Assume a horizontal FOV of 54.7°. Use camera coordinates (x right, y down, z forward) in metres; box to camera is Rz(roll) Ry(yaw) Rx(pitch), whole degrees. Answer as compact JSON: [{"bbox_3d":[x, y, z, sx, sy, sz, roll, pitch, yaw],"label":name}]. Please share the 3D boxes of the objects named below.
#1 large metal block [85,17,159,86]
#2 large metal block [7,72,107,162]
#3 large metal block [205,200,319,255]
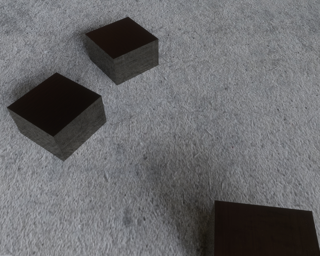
[{"bbox_3d":[-0.059,-0.124,0.490,0.081,0.050,0.080,-31,57,-24],"label":"large metal block"},{"bbox_3d":[-0.129,-0.017,0.400,0.080,0.050,0.080,28,55,21],"label":"large metal block"},{"bbox_3d":[0.084,0.110,0.276,0.080,0.080,0.050,5,50,4],"label":"large metal block"}]
